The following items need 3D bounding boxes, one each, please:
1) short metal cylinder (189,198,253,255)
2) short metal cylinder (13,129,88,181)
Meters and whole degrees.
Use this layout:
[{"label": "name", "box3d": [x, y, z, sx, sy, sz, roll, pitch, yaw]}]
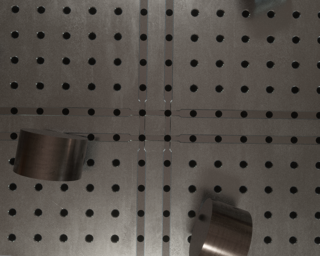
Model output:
[{"label": "short metal cylinder", "box3d": [0.074, 0.134, 0.387, 0.050, 0.080, 0.080, 20, 90, 0]}, {"label": "short metal cylinder", "box3d": [-0.134, 0.032, 0.384, 0.080, 0.080, 0.050, 10, 90, -1]}]
